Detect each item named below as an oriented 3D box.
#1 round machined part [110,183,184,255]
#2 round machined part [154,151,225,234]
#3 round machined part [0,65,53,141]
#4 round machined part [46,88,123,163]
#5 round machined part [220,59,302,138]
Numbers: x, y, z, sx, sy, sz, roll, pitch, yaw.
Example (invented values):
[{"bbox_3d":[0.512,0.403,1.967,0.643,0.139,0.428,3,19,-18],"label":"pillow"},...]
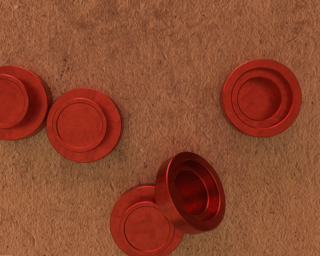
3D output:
[{"bbox_3d":[-0.016,0.124,0.401,0.099,0.042,0.097,0,90,0],"label":"round machined part"},{"bbox_3d":[0.032,0.082,0.384,0.042,0.099,0.098,-34,90,41],"label":"round machined part"},{"bbox_3d":[-0.194,-0.032,0.400,0.099,0.042,0.097,0,90,0],"label":"round machined part"},{"bbox_3d":[-0.099,-0.003,0.401,0.099,0.042,0.097,0,90,0],"label":"round machined part"},{"bbox_3d":[0.126,-0.037,0.402,0.099,0.042,0.097,0,90,0],"label":"round machined part"}]
